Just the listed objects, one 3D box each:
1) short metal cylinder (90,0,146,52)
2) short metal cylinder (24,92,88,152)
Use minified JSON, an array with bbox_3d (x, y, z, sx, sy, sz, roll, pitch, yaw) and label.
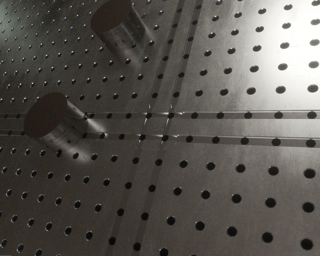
[{"bbox_3d":[-0.072,-0.179,0.538,0.080,0.050,0.080,-13,56,20],"label":"short metal cylinder"},{"bbox_3d":[-0.160,-0.009,0.479,0.080,0.050,0.080,-13,56,20],"label":"short metal cylinder"}]
